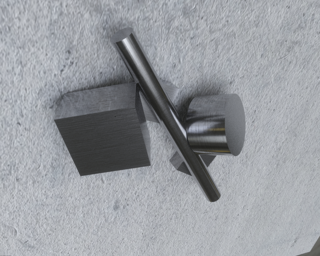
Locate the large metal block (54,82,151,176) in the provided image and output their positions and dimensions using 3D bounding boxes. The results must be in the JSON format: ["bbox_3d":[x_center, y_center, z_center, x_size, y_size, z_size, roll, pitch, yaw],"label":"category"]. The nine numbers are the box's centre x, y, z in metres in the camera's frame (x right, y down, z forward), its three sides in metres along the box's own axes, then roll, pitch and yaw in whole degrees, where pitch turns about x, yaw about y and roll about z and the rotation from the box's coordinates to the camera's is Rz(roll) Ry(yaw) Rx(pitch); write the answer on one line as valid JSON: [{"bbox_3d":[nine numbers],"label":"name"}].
[{"bbox_3d":[-0.058,0.002,0.342,0.080,0.050,0.080,-9,127,4],"label":"large metal block"}]

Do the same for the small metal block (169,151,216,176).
[{"bbox_3d":[0.051,0.043,0.465,0.050,0.025,0.050,27,103,-38],"label":"small metal block"}]

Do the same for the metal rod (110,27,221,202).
[{"bbox_3d":[0.023,0.008,0.396,0.025,0.025,0.299,-36,130,-5],"label":"metal rod"}]

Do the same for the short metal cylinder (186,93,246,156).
[{"bbox_3d":[0.076,-0.004,0.407,0.080,0.050,0.079,2,87,-58],"label":"short metal cylinder"}]

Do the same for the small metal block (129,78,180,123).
[{"bbox_3d":[-0.012,-0.037,0.381,0.050,0.025,0.050,13,112,-34],"label":"small metal block"}]
